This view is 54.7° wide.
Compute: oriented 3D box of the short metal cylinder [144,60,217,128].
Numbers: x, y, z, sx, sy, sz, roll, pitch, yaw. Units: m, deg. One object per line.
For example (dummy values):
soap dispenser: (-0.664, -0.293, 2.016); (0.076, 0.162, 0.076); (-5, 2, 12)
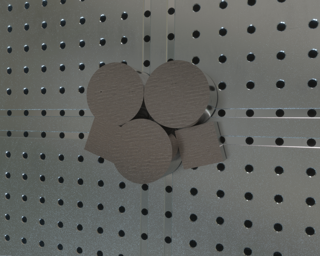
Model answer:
short metal cylinder: (0.027, -0.040, 0.386); (0.080, 0.050, 0.079); (0, 90, 20)

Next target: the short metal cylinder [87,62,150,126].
short metal cylinder: (-0.049, -0.043, 0.413); (0.080, 0.050, 0.079); (0, 90, 20)

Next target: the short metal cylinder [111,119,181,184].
short metal cylinder: (-0.015, 0.028, 0.401); (0.080, 0.050, 0.079); (0, 90, 20)

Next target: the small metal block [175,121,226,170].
small metal block: (0.051, 0.022, 0.391); (0.050, 0.025, 0.050); (-15, 85, 19)

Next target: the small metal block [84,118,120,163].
small metal block: (-0.072, 0.015, 0.434); (0.050, 0.025, 0.050); (22, 97, 18)
